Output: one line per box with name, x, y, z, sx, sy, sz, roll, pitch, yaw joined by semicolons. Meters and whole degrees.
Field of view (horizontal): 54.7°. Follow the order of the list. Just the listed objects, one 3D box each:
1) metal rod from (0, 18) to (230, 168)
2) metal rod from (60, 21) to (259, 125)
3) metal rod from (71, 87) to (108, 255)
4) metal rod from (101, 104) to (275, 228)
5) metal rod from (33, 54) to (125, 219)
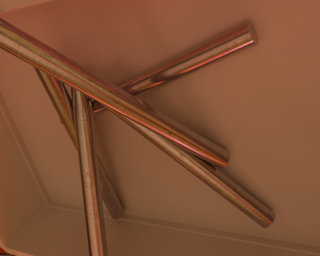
metal rod;-0.042;-0.028;0.336;0.301;0.025;0.025;29;133;-22
metal rod;-0.026;-0.053;0.387;0.300;0.025;0.025;-19;109;35
metal rod;-0.094;0.076;0.419;0.025;0.025;0.298;-3;95;29
metal rod;0.024;0.030;0.393;0.301;0.025;0.025;38;129;-6
metal rod;-0.111;0.028;0.456;0.025;0.025;0.298;2;127;27
